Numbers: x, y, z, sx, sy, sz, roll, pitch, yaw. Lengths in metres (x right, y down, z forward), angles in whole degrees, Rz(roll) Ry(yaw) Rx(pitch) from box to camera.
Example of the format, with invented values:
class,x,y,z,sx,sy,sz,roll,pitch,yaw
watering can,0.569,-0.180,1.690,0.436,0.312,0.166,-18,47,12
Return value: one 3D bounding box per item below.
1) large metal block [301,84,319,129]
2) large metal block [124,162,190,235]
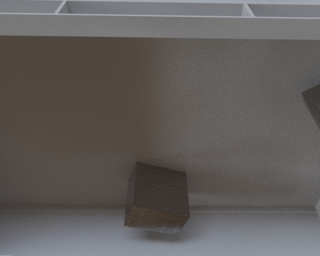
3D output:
class,x,y,z,sx,sy,sz,roll,pitch,yaw
large metal block,0.220,-0.019,0.350,0.080,0.080,0.050,-28,159,21
large metal block,-0.005,0.104,0.461,0.081,0.080,0.050,14,129,-12
